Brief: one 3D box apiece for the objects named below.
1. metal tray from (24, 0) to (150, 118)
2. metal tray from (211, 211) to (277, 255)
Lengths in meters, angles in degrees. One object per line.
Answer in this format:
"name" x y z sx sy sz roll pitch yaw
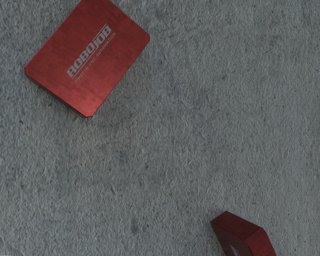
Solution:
"metal tray" -0.085 -0.088 0.375 0.090 0.030 0.130 38 78 -16
"metal tray" 0.126 0.185 0.421 0.030 0.090 0.129 -29 100 -18
